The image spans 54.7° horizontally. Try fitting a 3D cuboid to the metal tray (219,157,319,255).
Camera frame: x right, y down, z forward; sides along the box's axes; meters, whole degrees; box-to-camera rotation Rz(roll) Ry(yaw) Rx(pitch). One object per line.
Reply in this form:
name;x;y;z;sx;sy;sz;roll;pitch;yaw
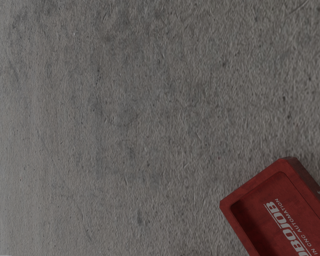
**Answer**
metal tray;0.128;0.104;0.295;0.090;0.030;0.130;-46;63;30
